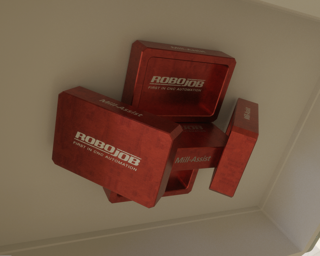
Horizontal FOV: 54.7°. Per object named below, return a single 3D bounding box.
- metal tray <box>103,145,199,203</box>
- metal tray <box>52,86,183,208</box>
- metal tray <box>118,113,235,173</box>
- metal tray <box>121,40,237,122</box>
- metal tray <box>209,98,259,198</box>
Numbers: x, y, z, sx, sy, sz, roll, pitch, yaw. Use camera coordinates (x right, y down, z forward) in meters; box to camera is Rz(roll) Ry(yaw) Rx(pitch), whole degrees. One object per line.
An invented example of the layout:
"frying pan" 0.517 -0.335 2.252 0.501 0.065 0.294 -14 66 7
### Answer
"metal tray" -0.006 0.053 0.431 0.131 0.030 0.089 0 118 -29
"metal tray" -0.050 0.019 0.331 0.030 0.130 0.089 -40 148 -61
"metal tray" 0.018 0.014 0.383 0.131 0.090 0.030 0 118 -29
"metal tray" 0.023 -0.053 0.383 0.131 0.030 0.089 -1 119 -29
"metal tray" 0.101 0.020 0.415 0.030 0.130 0.089 19 115 10
